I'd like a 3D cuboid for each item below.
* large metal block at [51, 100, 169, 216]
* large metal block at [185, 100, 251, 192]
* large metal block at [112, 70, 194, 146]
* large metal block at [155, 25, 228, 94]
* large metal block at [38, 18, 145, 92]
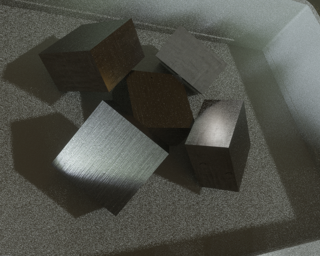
[{"bbox_3d":[-0.047,0.027,0.319,0.080,0.050,0.080,39,95,-2],"label":"large metal block"},{"bbox_3d":[0.077,0.021,0.388,0.080,0.050,0.080,-62,144,-39],"label":"large metal block"},{"bbox_3d":[-0.010,-0.024,0.395,0.081,0.050,0.080,1,62,-28],"label":"large metal block"},{"bbox_3d":[0.044,-0.093,0.441,0.080,0.050,0.080,39,8,-1],"label":"large metal block"},{"bbox_3d":[-0.078,-0.086,0.368,0.080,0.080,0.050,-54,137,-39],"label":"large metal block"}]
